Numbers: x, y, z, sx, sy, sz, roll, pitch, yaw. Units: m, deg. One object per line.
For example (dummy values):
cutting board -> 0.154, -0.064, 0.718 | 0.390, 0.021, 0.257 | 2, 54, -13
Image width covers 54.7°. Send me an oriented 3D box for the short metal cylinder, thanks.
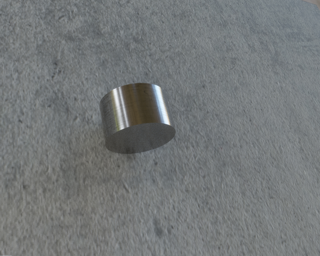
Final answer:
short metal cylinder -> -0.027, -0.009, 0.361 | 0.081, 0.080, 0.050 | 1, 62, -28
